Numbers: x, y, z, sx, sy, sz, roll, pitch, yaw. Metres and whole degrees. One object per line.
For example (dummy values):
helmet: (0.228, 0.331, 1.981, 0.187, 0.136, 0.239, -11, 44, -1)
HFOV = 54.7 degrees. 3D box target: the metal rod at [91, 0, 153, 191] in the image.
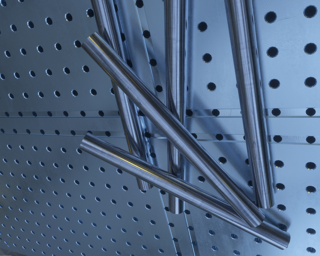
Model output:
metal rod: (-0.046, -0.043, 0.407, 0.025, 0.025, 0.298, 3, 120, 26)

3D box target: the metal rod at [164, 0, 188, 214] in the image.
metal rod: (0.021, -0.006, 0.395, 0.025, 0.025, 0.298, 12, 123, 21)

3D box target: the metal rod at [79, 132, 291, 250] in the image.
metal rod: (0.034, 0.084, 0.415, 0.301, 0.025, 0.025, 27, 128, -1)

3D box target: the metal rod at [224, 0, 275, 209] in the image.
metal rod: (0.098, -0.036, 0.336, 0.025, 0.025, 0.298, -1, 118, 28)

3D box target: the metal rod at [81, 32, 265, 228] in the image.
metal rod: (0.022, 0.009, 0.371, 0.300, 0.025, 0.025, 47, 129, -9)
